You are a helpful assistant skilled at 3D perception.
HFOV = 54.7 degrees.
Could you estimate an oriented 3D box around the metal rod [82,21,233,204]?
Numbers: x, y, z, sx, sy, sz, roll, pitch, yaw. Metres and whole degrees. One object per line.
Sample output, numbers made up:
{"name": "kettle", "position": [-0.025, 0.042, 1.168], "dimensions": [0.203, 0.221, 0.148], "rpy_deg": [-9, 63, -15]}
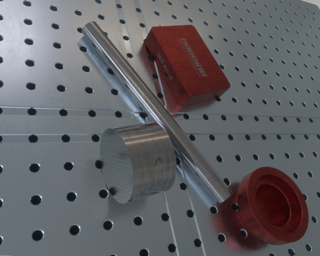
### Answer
{"name": "metal rod", "position": [-0.008, -0.026, 0.419], "dimensions": [0.025, 0.025, 0.300], "rpy_deg": [-32, 80, -38]}

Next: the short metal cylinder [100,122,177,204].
{"name": "short metal cylinder", "position": [-0.026, 0.036, 0.337], "dimensions": [0.050, 0.080, 0.080], "rpy_deg": [-9, 67, -32]}

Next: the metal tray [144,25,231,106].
{"name": "metal tray", "position": [0.043, -0.103, 0.491], "dimensions": [0.091, 0.030, 0.130], "rpy_deg": [-16, 70, -34]}

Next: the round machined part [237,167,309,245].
{"name": "round machined part", "position": [0.143, 0.104, 0.410], "dimensions": [0.099, 0.042, 0.098], "rpy_deg": [14, 56, -21]}
